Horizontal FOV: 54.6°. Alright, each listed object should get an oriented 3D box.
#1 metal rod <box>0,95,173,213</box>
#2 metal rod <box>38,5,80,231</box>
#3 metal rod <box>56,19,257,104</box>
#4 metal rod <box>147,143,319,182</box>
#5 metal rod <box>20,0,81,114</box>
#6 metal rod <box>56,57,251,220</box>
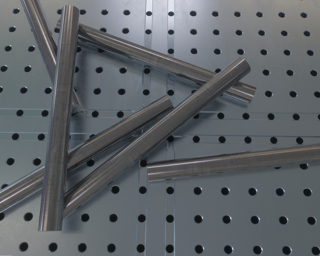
[{"bbox_3d":[-0.114,0.042,0.395,0.301,0.025,0.025,-31,73,-11],"label":"metal rod"},{"bbox_3d":[-0.124,-0.027,0.393,0.025,0.025,0.299,-1,70,0],"label":"metal rod"},{"bbox_3d":[-0.010,-0.100,0.448,0.301,0.025,0.025,22,72,7],"label":"metal rod"},{"bbox_3d":[0.135,0.039,0.398,0.302,0.025,0.025,-6,70,-3],"label":"metal rod"},{"bbox_3d":[-0.181,-0.153,0.466,0.025,0.025,0.299,-23,72,-8],"label":"metal rod"},{"bbox_3d":[-0.006,0.008,0.393,0.301,0.025,0.025,-38,75,-7],"label":"metal rod"}]
